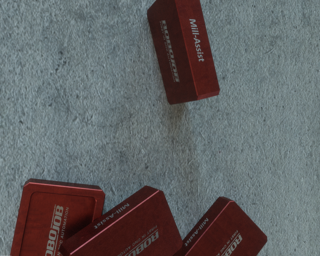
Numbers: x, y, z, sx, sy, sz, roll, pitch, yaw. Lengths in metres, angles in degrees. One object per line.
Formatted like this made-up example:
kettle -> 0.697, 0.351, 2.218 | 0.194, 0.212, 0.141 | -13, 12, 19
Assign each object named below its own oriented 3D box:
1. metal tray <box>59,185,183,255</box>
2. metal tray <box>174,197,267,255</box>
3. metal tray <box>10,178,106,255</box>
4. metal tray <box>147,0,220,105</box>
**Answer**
metal tray -> -0.040, 0.141, 0.369 | 0.131, 0.030, 0.090 | -30, 110, -31
metal tray -> 0.081, 0.175, 0.436 | 0.130, 0.030, 0.090 | -46, 105, -14
metal tray -> -0.121, 0.130, 0.361 | 0.091, 0.030, 0.129 | 11, 86, -20
metal tray -> 0.025, -0.097, 0.383 | 0.030, 0.090, 0.129 | -16, 96, -19
